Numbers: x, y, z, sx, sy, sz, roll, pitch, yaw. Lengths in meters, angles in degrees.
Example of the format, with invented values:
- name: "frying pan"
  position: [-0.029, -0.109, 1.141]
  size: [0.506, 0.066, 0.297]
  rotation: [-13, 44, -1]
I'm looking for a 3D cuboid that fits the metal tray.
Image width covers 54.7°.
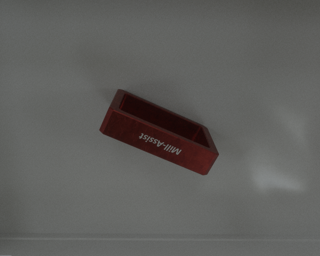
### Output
- name: "metal tray"
  position: [0.000, 0.002, 0.374]
  size: [0.131, 0.090, 0.030]
  rotation: [23, 108, -9]
